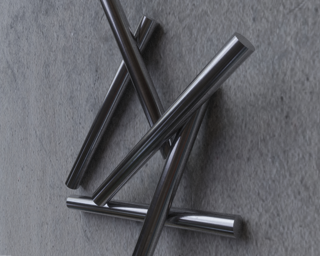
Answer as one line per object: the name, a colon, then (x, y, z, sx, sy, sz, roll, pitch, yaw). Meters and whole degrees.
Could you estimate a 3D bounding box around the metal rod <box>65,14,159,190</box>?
metal rod: (-0.080, -0.025, 0.468, 0.025, 0.025, 0.298, 43, 116, 31)

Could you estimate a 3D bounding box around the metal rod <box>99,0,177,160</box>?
metal rod: (-0.040, -0.102, 0.404, 0.025, 0.025, 0.299, -26, 84, 37)

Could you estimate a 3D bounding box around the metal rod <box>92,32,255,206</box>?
metal rod: (-0.005, 0.012, 0.368, 0.298, 0.025, 0.025, -48, 62, 34)

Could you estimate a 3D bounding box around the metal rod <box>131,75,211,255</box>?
metal rod: (0.004, 0.082, 0.371, 0.025, 0.025, 0.298, 23, 96, 37)

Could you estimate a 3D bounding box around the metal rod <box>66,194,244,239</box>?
metal rod: (-0.031, 0.116, 0.428, 0.300, 0.025, 0.025, -5, 87, 39)
